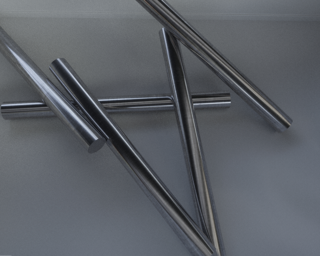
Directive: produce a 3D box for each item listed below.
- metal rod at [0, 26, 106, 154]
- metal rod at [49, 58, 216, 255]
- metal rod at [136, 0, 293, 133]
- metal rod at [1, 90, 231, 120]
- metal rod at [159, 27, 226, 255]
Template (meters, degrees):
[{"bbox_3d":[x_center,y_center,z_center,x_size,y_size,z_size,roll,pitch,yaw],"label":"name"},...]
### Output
[{"bbox_3d":[-0.175,-0.076,0.416,0.025,0.025,0.300,-41,68,-13],"label":"metal rod"},{"bbox_3d":[-0.042,0.027,0.372,0.025,0.025,0.300,-37,75,-12],"label":"metal rod"},{"bbox_3d":[0.055,-0.101,0.397,0.300,0.025,0.025,41,74,-6],"label":"metal rod"},{"bbox_3d":[-0.057,-0.031,0.420,0.302,0.025,0.025,-3,70,-1],"label":"metal rod"},{"bbox_3d":[0.038,0.013,0.385,0.025,0.025,0.299,-10,78,-4],"label":"metal rod"}]
